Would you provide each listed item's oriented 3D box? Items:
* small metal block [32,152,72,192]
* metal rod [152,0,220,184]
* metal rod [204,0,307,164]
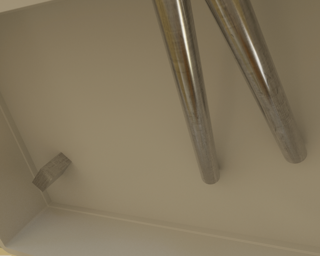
[{"bbox_3d":[-0.187,0.076,0.535,0.025,0.050,0.050,43,129,-2],"label":"small metal block"},{"bbox_3d":[0.034,-0.021,0.296,0.025,0.025,0.299,10,149,22],"label":"metal rod"},{"bbox_3d":[0.077,-0.047,0.244,0.025,0.025,0.300,-8,145,31],"label":"metal rod"}]
